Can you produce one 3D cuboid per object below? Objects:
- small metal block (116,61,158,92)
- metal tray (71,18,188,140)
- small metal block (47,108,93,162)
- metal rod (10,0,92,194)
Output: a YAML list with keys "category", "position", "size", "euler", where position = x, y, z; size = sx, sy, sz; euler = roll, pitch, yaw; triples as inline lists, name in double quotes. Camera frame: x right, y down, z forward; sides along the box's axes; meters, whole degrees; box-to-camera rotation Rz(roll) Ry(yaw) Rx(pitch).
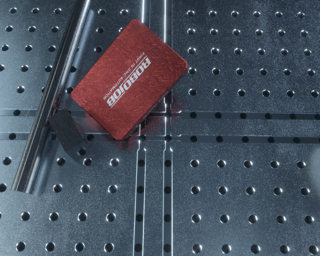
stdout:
- category: "small metal block"
  position: [-0.029, -0.061, 0.420]
  size: [0.050, 0.050, 0.025]
  euler: [22, 72, 7]
- category: "metal tray"
  position: [-0.038, -0.060, 0.396]
  size: [0.090, 0.030, 0.130]
  euler: [43, 100, 4]
- category: "small metal block"
  position: [-0.113, 0.010, 0.393]
  size: [0.025, 0.050, 0.050]
  euler: [-30, 73, -10]
- category: "metal rod"
  position: [-0.145, -0.059, 0.431]
  size: [0.025, 0.025, 0.299]
  euler: [10, 70, 3]
